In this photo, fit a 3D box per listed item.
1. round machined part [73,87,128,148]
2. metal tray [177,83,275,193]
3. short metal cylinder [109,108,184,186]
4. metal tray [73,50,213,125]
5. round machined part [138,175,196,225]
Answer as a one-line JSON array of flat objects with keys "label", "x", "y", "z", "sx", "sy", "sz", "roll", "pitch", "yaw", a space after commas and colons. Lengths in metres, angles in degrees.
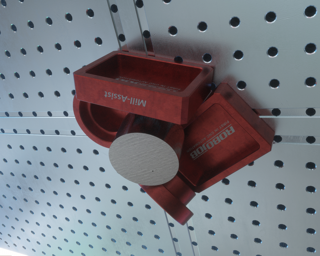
[{"label": "round machined part", "x": -0.064, "y": -0.023, "z": 0.418, "sx": 0.098, "sy": 0.042, "sz": 0.097, "roll": 13, "pitch": 124, "yaw": 20}, {"label": "metal tray", "x": 0.061, "y": 0.018, "z": 0.385, "sx": 0.090, "sy": 0.030, "sz": 0.129, "roll": 45, "pitch": 129, "yaw": -4}, {"label": "short metal cylinder", "x": -0.014, "y": 0.022, "z": 0.367, "sx": 0.080, "sy": 0.050, "sz": 0.079, "roll": 6, "pitch": 128, "yaw": 8}, {"label": "metal tray", "x": -0.016, "y": -0.050, "z": 0.345, "sx": 0.130, "sy": 0.090, "sz": 0.030, "roll": 14, "pitch": 124, "yaw": 19}, {"label": "round machined part", "x": 0.010, "y": 0.082, "z": 0.422, "sx": 0.098, "sy": 0.042, "sz": 0.098, "roll": 43, "pitch": 173, "yaw": 7}]
